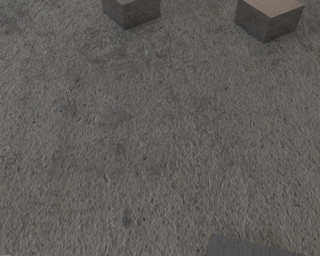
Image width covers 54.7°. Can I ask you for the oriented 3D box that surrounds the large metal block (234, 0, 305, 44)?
[{"bbox_3d":[0.195,-0.206,0.561,0.081,0.050,0.080,-25,55,-20],"label":"large metal block"}]

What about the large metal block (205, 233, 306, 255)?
[{"bbox_3d":[0.076,0.146,0.264,0.080,0.050,0.080,11,51,9],"label":"large metal block"}]

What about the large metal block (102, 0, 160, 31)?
[{"bbox_3d":[-0.056,-0.238,0.586,0.081,0.050,0.080,-29,56,-22],"label":"large metal block"}]
